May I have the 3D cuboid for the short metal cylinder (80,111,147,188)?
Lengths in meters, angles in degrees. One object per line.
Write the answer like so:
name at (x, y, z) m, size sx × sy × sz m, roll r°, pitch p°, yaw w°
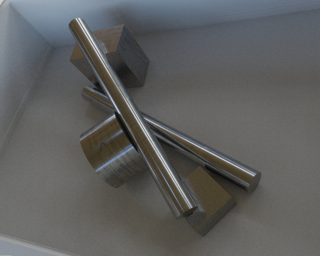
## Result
short metal cylinder at (-0.051, 0.025, 0.377) m, size 0.050 × 0.080 × 0.080 m, roll -35°, pitch 52°, yaw 5°

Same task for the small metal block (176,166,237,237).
small metal block at (0.044, 0.078, 0.332) m, size 0.050 × 0.025 × 0.050 m, roll -44°, pitch 51°, yaw -3°

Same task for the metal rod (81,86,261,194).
metal rod at (-0.009, 0.000, 0.407) m, size 0.300 × 0.025 × 0.025 m, roll 28°, pitch 77°, yaw 37°

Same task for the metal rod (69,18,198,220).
metal rod at (-0.045, -0.030, 0.370) m, size 0.025 × 0.025 × 0.299 m, roll -35°, pitch 64°, yaw 5°

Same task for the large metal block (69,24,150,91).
large metal block at (-0.073, -0.102, 0.469) m, size 0.080 × 0.080 × 0.050 m, roll -4°, pitch 60°, yaw 26°
